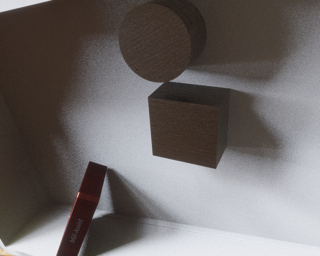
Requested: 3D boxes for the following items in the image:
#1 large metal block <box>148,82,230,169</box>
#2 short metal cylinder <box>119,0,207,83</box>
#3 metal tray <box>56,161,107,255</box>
[{"bbox_3d":[0.036,-0.006,0.369,0.080,0.050,0.079,10,123,22],"label":"large metal block"},{"bbox_3d":[0.004,-0.095,0.331,0.080,0.050,0.079,13,124,20],"label":"short metal cylinder"},{"bbox_3d":[-0.122,0.129,0.486,0.030,0.090,0.129,19,114,-10],"label":"metal tray"}]
